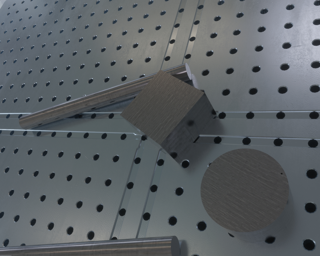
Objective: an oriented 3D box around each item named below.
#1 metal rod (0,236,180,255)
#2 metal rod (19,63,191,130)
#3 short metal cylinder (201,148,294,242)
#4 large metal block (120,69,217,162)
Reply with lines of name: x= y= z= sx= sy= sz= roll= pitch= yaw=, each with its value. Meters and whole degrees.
metal rod: x=-0.121 y=0.153 z=0.377 sx=0.301 sy=0.025 sz=0.025 roll=-12 pitch=57 yaw=21
metal rod: x=-0.097 y=-0.044 z=0.486 sx=0.301 sy=0.025 sz=0.025 roll=-15 pitch=56 yaw=20
short metal cylinder: x=0.087 y=0.067 z=0.306 sx=0.080 sy=0.050 sz=0.080 roll=-13 pitch=56 yaw=21
large metal block: x=0.011 y=-0.017 z=0.397 sx=0.080 sy=0.050 sz=0.080 roll=-49 pitch=52 yaw=-7
